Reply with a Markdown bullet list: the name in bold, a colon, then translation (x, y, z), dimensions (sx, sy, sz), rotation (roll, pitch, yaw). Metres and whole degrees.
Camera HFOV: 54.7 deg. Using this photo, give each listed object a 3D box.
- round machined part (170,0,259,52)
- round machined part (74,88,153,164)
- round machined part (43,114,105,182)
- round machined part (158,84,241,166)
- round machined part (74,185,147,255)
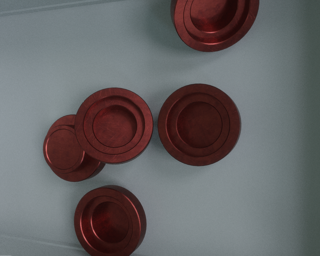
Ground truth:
- **round machined part**: translation (0.060, -0.142, 0.361), dimensions (0.098, 0.098, 0.042), rotation (-33, 40, 17)
- **round machined part**: translation (-0.059, -0.001, 0.408), dimensions (0.099, 0.042, 0.098), rotation (1, 78, -4)
- **round machined part**: translation (-0.127, 0.029, 0.445), dimensions (0.098, 0.042, 0.097), rotation (0, 90, 19)
- **round machined part**: translation (0.050, -0.004, 0.383), dimensions (0.098, 0.042, 0.097), rotation (0, 90, 19)
- **round machined part**: translation (-0.064, 0.126, 0.423), dimensions (0.098, 0.042, 0.097), rotation (0, 90, 19)
